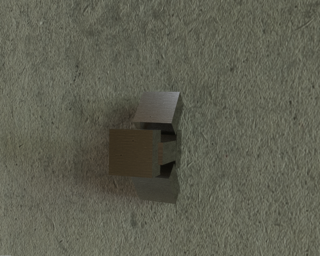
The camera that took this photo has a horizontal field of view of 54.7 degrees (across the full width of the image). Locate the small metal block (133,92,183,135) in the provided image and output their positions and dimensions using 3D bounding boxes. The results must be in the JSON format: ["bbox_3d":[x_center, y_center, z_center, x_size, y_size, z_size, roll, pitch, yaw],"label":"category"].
[{"bbox_3d":[-0.001,-0.020,0.397,0.050,0.025,0.050,3,55,20],"label":"small metal block"}]

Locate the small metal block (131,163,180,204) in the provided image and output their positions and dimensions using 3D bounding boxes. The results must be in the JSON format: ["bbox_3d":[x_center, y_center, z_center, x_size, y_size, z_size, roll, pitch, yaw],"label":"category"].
[{"bbox_3d":[-0.005,0.069,0.398,0.050,0.025,0.050,3,132,19],"label":"small metal block"}]

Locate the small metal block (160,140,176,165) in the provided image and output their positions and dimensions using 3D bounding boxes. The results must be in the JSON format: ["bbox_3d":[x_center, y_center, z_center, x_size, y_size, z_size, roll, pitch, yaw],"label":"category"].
[{"bbox_3d":[-0.012,0.027,0.373,0.050,0.050,0.025,3,91,19],"label":"small metal block"}]

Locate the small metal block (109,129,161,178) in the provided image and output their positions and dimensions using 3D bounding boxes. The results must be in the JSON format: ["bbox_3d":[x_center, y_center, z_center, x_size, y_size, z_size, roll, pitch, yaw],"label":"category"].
[{"bbox_3d":[-0.027,0.026,0.339,0.050,0.025,0.050,1,90,19],"label":"small metal block"}]

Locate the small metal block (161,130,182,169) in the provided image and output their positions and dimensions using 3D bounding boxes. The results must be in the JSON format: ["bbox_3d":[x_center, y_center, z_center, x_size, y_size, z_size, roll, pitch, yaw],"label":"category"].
[{"bbox_3d":[0.001,0.026,0.410,0.050,0.025,0.050,3,91,19],"label":"small metal block"}]
